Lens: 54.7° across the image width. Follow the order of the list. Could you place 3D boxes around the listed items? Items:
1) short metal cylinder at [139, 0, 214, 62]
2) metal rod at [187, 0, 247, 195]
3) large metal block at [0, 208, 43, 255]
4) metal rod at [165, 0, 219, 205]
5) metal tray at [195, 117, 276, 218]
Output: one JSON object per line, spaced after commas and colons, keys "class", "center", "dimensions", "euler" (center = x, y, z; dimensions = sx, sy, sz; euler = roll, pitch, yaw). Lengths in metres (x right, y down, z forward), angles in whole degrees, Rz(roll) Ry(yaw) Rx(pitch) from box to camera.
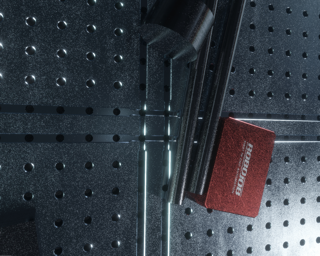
{"class": "short metal cylinder", "center": [0.021, -0.127, 0.392], "dimensions": [0.080, 0.080, 0.050], "euler": [29, 81, -18]}
{"class": "metal rod", "center": [0.083, -0.055, 0.441], "dimensions": [0.025, 0.025, 0.299], "euler": [16, 84, -20]}
{"class": "large metal block", "center": [-0.173, 0.141, 0.336], "dimensions": [0.081, 0.050, 0.079], "euler": [-8, 93, -20]}
{"class": "metal rod", "center": [0.046, -0.045, 0.430], "dimensions": [0.025, 0.025, 0.298], "euler": [12, 86, -20]}
{"class": "metal tray", "center": [0.112, 0.057, 0.453], "dimensions": [0.091, 0.030, 0.129], "euler": [17, 84, -20]}
